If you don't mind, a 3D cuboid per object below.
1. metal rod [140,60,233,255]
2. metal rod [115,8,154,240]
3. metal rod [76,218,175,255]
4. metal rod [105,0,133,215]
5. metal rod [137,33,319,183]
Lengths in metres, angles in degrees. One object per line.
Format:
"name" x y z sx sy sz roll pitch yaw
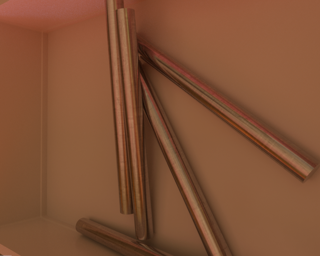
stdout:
"metal rod" 0.020 0.040 0.390 0.025 0.025 0.299 -38 67 34
"metal rod" -0.033 0.000 0.407 0.025 0.025 0.298 1 99 40
"metal rod" -0.023 0.164 0.407 0.300 0.025 0.025 2 91 45
"metal rod" -0.053 -0.028 0.426 0.025 0.025 0.298 3 99 40
"metal rod" 0.048 -0.044 0.367 0.300 0.025 0.025 43 116 31
